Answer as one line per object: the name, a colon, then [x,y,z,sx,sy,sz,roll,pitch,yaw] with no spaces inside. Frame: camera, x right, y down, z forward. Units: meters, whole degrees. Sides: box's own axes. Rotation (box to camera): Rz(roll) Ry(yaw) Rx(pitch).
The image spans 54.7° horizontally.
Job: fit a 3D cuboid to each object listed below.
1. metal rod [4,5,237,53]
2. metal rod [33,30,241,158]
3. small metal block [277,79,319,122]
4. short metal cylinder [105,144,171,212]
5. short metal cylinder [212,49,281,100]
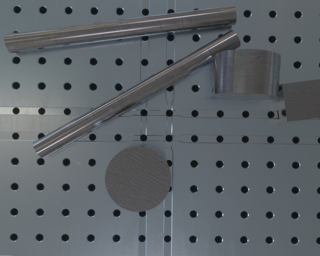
metal rod: [-0.051,-0.131,0.412,0.302,0.025,0.025,-7,90,0]
metal rod: [-0.030,-0.045,0.413,0.301,0.025,0.025,-30,90,0]
small metal block: [0.187,-0.036,0.415,0.050,0.025,0.050,-8,90,0]
short metal cylinder: [-0.026,0.062,0.401,0.081,0.050,0.079,0,90,0]
short metal cylinder: [0.107,-0.064,0.387,0.081,0.080,0.050,4,90,0]
